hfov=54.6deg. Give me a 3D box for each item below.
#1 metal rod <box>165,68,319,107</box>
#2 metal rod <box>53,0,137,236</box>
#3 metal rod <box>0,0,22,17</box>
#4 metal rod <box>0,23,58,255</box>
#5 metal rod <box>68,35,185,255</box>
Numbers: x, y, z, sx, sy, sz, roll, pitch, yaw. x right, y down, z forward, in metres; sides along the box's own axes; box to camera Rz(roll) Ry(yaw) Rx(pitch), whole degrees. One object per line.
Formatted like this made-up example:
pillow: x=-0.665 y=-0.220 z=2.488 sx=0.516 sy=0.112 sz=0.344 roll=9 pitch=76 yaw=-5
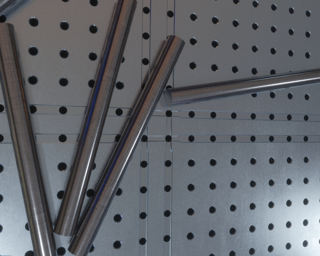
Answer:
metal rod: x=0.151 y=-0.066 z=0.467 sx=0.302 sy=0.025 sz=0.025 roll=-10 pitch=94 yaw=-20
metal rod: x=-0.078 y=-0.019 z=0.383 sx=0.025 sy=0.025 sz=0.299 roll=16 pitch=85 yaw=-19
metal rod: x=-0.231 y=-0.087 z=0.327 sx=0.301 sy=0.025 sz=0.025 roll=-46 pitch=105 yaw=-14
metal rod: x=-0.153 y=0.033 z=0.356 sx=0.025 sy=0.025 sz=0.298 roll=-11 pitch=94 yaw=-20
metal rod: x=-0.039 y=0.016 z=0.398 sx=0.025 sy=0.025 sz=0.299 roll=27 pitch=81 yaw=-18
